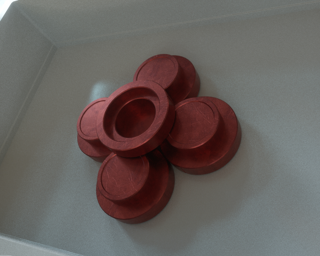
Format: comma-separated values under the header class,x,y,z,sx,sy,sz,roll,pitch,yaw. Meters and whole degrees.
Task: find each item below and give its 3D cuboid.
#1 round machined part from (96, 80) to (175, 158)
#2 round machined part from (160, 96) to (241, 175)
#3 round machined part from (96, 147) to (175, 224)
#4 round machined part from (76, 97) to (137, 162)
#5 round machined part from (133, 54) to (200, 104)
class,x,y,z,sx,sy,sz,roll,pitch,yaw
round machined part,-0.026,-0.008,0.384,0.098,0.042,0.098,-13,56,21
round machined part,0.043,0.003,0.368,0.098,0.042,0.098,-13,56,21
round machined part,-0.036,0.061,0.373,0.098,0.042,0.098,-13,55,19
round machined part,-0.076,-0.004,0.435,0.098,0.042,0.098,-13,56,21
round machined part,0.002,-0.063,0.429,0.098,0.042,0.098,-13,56,21
